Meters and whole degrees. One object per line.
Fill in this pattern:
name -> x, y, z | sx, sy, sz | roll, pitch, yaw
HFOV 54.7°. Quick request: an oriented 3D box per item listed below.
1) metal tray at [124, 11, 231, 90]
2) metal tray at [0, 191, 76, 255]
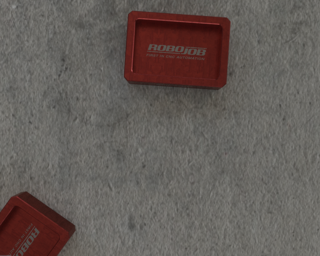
metal tray -> 0.022, -0.100, 0.407 | 0.131, 0.030, 0.089 | 4, 90, -1
metal tray -> -0.186, 0.161, 0.405 | 0.090, 0.030, 0.130 | 36, 90, -1
